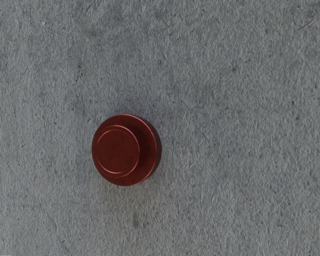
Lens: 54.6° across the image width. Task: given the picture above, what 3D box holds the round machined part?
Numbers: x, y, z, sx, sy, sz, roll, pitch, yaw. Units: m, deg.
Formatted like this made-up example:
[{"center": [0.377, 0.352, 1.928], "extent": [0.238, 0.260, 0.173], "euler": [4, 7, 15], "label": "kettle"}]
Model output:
[{"center": [-0.051, 0.030, 0.418], "extent": [0.098, 0.042, 0.097], "euler": [0, 90, 20], "label": "round machined part"}]
